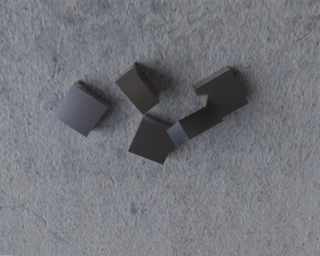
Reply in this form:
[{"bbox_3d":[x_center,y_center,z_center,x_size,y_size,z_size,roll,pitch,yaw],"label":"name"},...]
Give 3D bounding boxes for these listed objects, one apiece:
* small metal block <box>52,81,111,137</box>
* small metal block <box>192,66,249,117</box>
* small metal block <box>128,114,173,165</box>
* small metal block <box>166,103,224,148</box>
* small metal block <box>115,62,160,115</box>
[{"bbox_3d":[-0.100,-0.025,0.399,0.050,0.025,0.050,35,106,-12],"label":"small metal block"},{"bbox_3d":[0.076,-0.043,0.395,0.050,0.025,0.050,-30,108,10],"label":"small metal block"},{"bbox_3d":[-0.009,0.014,0.415,0.050,0.025,0.050,22,109,-8],"label":"small metal block"},{"bbox_3d":[0.042,-0.002,0.380,0.050,0.050,0.025,-28,84,-20],"label":"small metal block"},{"bbox_3d":[-0.026,-0.050,0.378,0.025,0.050,0.050,-37,106,12],"label":"small metal block"}]
